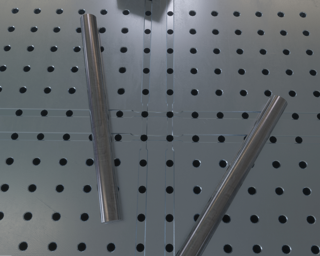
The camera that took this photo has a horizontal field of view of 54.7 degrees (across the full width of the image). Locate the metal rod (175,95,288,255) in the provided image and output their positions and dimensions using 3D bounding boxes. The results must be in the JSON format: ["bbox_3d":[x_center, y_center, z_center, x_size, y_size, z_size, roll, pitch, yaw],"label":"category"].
[{"bbox_3d":[0.080,0.081,0.382,0.025,0.025,0.300,32,73,11],"label":"metal rod"}]

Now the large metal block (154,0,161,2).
[{"bbox_3d":[-0.022,-0.260,0.493,0.080,0.050,0.080,21,71,7],"label":"large metal block"}]

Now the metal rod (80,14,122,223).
[{"bbox_3d":[-0.083,-0.027,0.420,0.025,0.025,0.299,-9,70,-3],"label":"metal rod"}]
